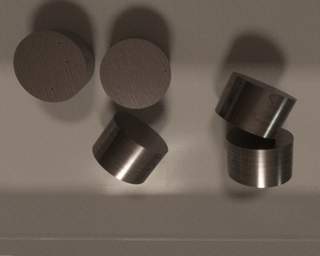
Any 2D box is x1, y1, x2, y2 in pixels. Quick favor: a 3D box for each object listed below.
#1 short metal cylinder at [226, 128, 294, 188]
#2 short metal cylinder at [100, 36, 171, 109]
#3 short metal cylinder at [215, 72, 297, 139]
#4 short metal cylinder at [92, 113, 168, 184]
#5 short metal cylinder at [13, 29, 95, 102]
[{"bbox_3d":[0.127,0.033,0.396,0.080,0.080,0.050,-6,110,2],"label":"short metal cylinder"},{"bbox_3d":[-0.028,-0.068,0.372,0.081,0.050,0.079,0,110,-1],"label":"short metal cylinder"},{"bbox_3d":[0.114,-0.028,0.373,0.080,0.080,0.050,20,109,-8],"label":"short metal cylinder"},{"bbox_3d":[-0.037,0.025,0.391,0.080,0.080,0.050,33,107,-12],"label":"short metal cylinder"},{"bbox_3d":[-0.123,-0.076,0.368,0.081,0.050,0.079,0,110,-1],"label":"short metal cylinder"}]
